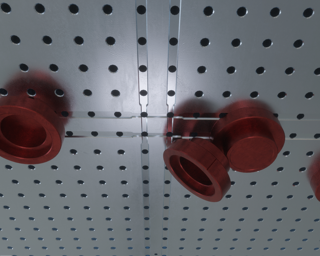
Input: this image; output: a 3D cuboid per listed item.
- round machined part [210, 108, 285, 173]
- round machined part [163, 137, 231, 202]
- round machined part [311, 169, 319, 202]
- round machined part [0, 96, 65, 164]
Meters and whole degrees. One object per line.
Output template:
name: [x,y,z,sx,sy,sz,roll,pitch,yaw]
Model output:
round machined part: [0.120,0.023,0.421,0.099,0.042,0.097,0,130,0]
round machined part: [0.055,0.051,0.422,0.098,0.042,0.098,35,153,21]
round machined part: [0.294,0.094,0.482,0.099,0.042,0.097,0,130,0]
round machined part: [-0.172,-0.002,0.397,0.099,0.042,0.097,0,130,0]
